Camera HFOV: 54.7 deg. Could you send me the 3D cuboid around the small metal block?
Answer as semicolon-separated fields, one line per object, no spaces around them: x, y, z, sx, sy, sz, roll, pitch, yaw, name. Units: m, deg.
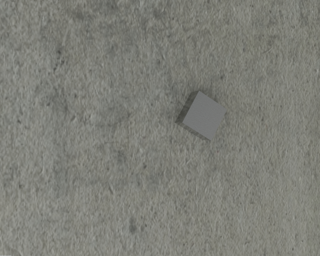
0.057;-0.017;0.431;0.050;0.025;0.050;31;80;-18;small metal block
